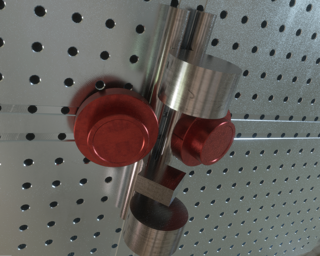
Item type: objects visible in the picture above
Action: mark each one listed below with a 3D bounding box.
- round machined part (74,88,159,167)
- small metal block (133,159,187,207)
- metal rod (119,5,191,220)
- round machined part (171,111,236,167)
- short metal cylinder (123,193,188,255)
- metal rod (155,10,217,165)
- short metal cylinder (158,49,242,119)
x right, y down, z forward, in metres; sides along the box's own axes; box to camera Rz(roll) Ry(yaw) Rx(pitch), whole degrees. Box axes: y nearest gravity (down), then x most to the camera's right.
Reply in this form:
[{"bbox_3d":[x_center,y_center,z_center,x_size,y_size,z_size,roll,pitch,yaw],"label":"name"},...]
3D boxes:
[{"bbox_3d":[-0.049,0.006,0.361,0.099,0.042,0.097,-6,119,-10],"label":"round machined part"},{"bbox_3d":[0.001,0.071,0.409,0.050,0.050,0.025,-39,148,-61],"label":"small metal block"},{"bbox_3d":[-0.013,-0.001,0.402,0.025,0.025,0.298,1,118,-29],"label":"metal rod"},{"bbox_3d":[0.065,0.012,0.426,0.099,0.042,0.097,-26,134,-30],"label":"round machined part"},{"bbox_3d":[-0.007,0.130,0.424,0.081,0.080,0.050,1,118,-29],"label":"short metal cylinder"},{"bbox_3d":[0.018,-0.002,0.418,0.025,0.025,0.298,1,118,-29],"label":"metal rod"},{"bbox_3d":[0.042,-0.050,0.339,0.081,0.080,0.050,1,118,-29],"label":"short metal cylinder"}]
